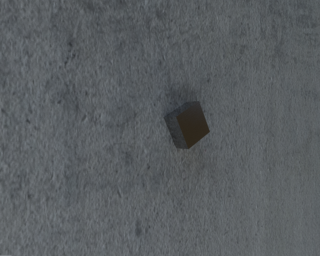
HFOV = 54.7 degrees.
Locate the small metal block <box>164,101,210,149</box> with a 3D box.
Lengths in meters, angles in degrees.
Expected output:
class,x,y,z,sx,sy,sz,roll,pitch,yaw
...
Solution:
class,x,y,z,sx,sy,sz,roll,pitch,yaw
small metal block,0.039,-0.005,0.440,0.050,0.025,0.050,-35,112,-35
